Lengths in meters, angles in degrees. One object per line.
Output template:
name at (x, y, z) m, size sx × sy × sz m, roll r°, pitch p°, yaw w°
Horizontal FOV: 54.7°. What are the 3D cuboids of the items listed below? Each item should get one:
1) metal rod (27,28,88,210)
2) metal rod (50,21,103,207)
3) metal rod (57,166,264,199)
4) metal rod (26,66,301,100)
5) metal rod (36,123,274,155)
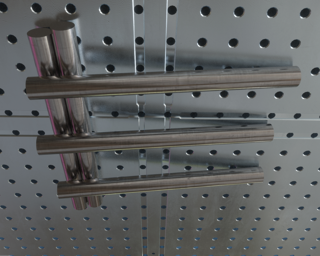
metal rod at (-0.129, 0.013, 0.420) m, size 0.025 × 0.025 × 0.298 m, roll 1°, pitch 130°, yaw -1°
metal rod at (-0.104, 0.008, 0.416) m, size 0.025 × 0.025 × 0.298 m, roll 1°, pitch 130°, yaw -1°
metal rod at (0.005, 0.080, 0.461) m, size 0.302 × 0.025 × 0.025 m, roll -3°, pitch 131°, yaw -6°
metal rod at (0.009, -0.052, 0.349) m, size 0.302 × 0.025 × 0.025 m, roll -3°, pitch 130°, yaw -6°
metal rod at (-0.001, 0.014, 0.403) m, size 0.302 × 0.025 × 0.025 m, roll -3°, pitch 131°, yaw -6°
